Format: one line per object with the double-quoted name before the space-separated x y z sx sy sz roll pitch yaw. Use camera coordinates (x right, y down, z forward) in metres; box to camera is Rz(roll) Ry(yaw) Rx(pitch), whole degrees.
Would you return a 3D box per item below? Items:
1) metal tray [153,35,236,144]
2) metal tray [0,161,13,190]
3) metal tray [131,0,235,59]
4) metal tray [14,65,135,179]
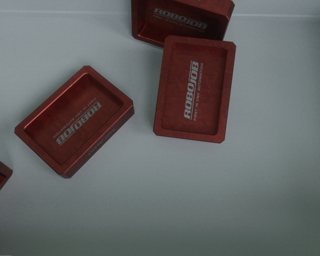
"metal tray" 0.044 -0.049 0.404 0.091 0.030 0.129 7 89 2
"metal tray" -0.225 0.085 0.334 0.030 0.090 0.130 29 68 3
"metal tray" 0.026 -0.147 0.427 0.131 0.090 0.030 20 62 6
"metal tray" -0.109 -0.010 0.409 0.090 0.030 0.130 40 74 13
